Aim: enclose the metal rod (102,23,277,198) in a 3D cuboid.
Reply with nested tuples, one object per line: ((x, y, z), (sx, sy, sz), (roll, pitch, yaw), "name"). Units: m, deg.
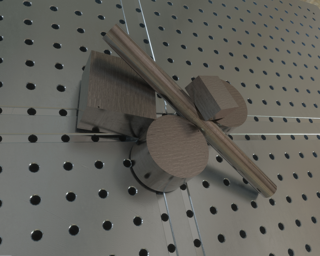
((0.048, -0.011, 0.391), (0.300, 0.025, 0.025), (43, 50, -17), "metal rod")

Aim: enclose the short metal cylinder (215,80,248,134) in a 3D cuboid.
((0.077, -0.025, 0.444), (0.081, 0.050, 0.080), (14, 56, -21), "short metal cylinder")

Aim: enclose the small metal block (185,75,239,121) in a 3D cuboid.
((0.066, -0.038, 0.389), (0.050, 0.025, 0.050), (-11, 66, -52), "small metal block")

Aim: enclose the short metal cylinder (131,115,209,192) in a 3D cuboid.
((0.011, 0.031, 0.375), (0.081, 0.050, 0.080), (14, 56, -21), "short metal cylinder")

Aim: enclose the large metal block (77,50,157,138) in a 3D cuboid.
((-0.053, -0.039, 0.381), (0.081, 0.050, 0.080), (10, 57, -23), "large metal block")
